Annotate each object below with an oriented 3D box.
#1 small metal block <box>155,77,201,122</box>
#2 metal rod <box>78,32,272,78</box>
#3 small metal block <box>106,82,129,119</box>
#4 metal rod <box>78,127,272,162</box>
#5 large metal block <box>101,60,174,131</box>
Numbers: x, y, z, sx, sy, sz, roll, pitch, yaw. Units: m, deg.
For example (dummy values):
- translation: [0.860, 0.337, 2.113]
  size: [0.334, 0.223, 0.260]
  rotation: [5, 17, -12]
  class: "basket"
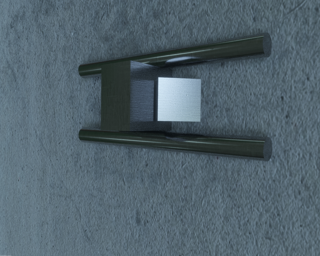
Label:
- translation: [0.021, -0.033, 0.370]
  size: [0.025, 0.050, 0.050]
  rotation: [-178, 89, -81]
  class: "small metal block"
- translation: [-0.007, -0.089, 0.410]
  size: [0.300, 0.025, 0.025]
  rotation: [2, 91, 39]
  class: "metal rod"
- translation: [-0.059, -0.037, 0.435]
  size: [0.025, 0.050, 0.050]
  rotation: [1, 91, 0]
  class: "small metal block"
- translation: [-0.006, 0.016, 0.410]
  size: [0.300, 0.025, 0.025]
  rotation: [3, 92, 39]
  class: "metal rod"
- translation: [-0.027, -0.037, 0.394]
  size: [0.050, 0.081, 0.079]
  rotation: [1, 91, 40]
  class: "large metal block"
